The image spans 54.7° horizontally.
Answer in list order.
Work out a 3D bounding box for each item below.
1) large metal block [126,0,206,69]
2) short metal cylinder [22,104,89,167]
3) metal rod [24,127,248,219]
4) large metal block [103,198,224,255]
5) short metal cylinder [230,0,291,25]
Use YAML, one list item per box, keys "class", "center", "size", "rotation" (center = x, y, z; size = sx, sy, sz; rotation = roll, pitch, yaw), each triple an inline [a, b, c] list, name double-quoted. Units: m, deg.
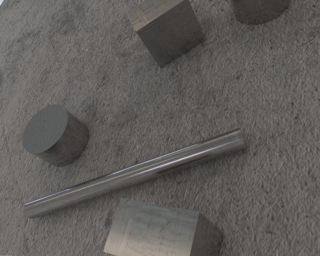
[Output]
- class: "large metal block"
  center: [0.010, -0.148, 0.454]
  size: [0.080, 0.080, 0.050]
  rotation: [-31, 52, 8]
- class: "short metal cylinder"
  center: [-0.154, 0.012, 0.461]
  size: [0.080, 0.050, 0.080]
  rotation: [-13, 56, 21]
- class: "metal rod"
  center: [-0.042, 0.062, 0.387]
  size: [0.301, 0.025, 0.025]
  rotation: [-21, 54, 15]
- class: "large metal block"
  center: [0.008, 0.109, 0.298]
  size: [0.080, 0.080, 0.050]
  rotation: [3, 63, 29]
- class: "short metal cylinder"
  center: [0.138, -0.193, 0.434]
  size: [0.080, 0.050, 0.080]
  rotation: [-13, 56, 21]
